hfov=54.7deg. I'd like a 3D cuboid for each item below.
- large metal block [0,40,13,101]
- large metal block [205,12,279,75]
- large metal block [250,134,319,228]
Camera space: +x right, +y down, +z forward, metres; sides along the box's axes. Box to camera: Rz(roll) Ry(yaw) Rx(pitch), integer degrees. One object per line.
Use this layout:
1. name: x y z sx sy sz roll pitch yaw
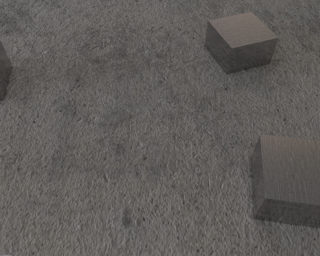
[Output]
1. large metal block: -0.273 -0.081 0.453 0.081 0.050 0.080 -6 50 -6
2. large metal block: 0.129 -0.140 0.505 0.081 0.050 0.080 -16 52 -13
3. large metal block: 0.147 0.058 0.339 0.080 0.050 0.080 7 50 5
